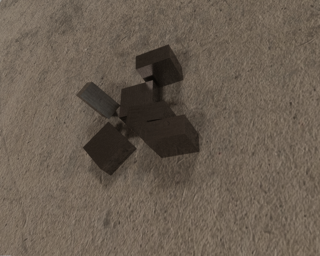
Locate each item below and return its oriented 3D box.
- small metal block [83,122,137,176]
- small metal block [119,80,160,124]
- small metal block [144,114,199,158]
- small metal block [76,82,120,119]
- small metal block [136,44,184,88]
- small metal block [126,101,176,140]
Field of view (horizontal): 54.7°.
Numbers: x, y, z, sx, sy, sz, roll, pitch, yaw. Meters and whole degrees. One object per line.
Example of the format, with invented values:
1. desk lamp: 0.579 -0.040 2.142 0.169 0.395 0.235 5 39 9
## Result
1. small metal block: -0.069 0.027 0.421 0.050 0.025 0.050 -46 52 -5
2. small metal block: -0.028 -0.035 0.438 0.050 0.025 0.050 -13 56 20
3. small metal block: 0.015 0.011 0.372 0.050 0.050 0.025 -12 58 21
4. small metal block: -0.090 -0.040 0.446 0.025 0.050 0.050 -52 21 -8
5. small metal block: 0.000 -0.085 0.438 0.050 0.050 0.025 -16 56 19
6. small metal block: -0.007 -0.007 0.394 0.050 0.050 0.025 -8 58 25
